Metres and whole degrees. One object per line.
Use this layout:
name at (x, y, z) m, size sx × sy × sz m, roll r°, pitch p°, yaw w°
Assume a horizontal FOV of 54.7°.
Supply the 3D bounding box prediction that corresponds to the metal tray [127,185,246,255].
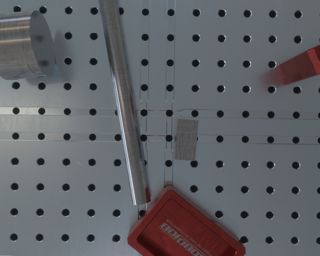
metal tray at (0.034, 0.151, 0.411) m, size 0.130 × 0.030 × 0.090 m, roll 39°, pitch 90°, yaw 0°

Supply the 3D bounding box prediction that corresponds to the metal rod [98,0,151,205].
metal rod at (-0.049, -0.048, 0.412) m, size 0.025 × 0.025 × 0.298 m, roll -9°, pitch 90°, yaw 0°

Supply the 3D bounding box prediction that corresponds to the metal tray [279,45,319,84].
metal tray at (0.228, -0.099, 0.382) m, size 0.131 × 0.090 × 0.030 m, roll -24°, pitch 90°, yaw 0°

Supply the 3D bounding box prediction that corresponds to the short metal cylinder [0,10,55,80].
short metal cylinder at (-0.170, -0.102, 0.384) m, size 0.050 × 0.080 × 0.080 m, roll -6°, pitch 90°, yaw 0°

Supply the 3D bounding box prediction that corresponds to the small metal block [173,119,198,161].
small metal block at (0.032, 0.014, 0.401) m, size 0.025 × 0.050 × 0.050 m, roll 5°, pitch 90°, yaw 0°
